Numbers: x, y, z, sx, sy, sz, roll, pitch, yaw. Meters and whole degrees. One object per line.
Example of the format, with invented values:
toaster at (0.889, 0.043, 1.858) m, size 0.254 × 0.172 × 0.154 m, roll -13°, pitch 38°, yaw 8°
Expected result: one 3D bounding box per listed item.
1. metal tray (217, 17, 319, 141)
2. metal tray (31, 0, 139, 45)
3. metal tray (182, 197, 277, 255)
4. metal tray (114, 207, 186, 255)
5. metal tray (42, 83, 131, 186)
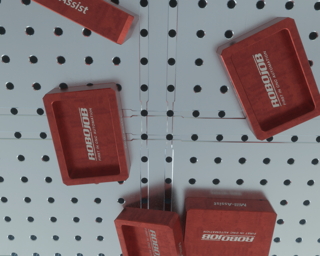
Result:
metal tray at (0.139, -0.059, 0.389) m, size 0.090 × 0.030 × 0.130 m, roll -26°, pitch 108°, yaw 9°
metal tray at (-0.089, -0.135, 0.328) m, size 0.131 × 0.090 × 0.030 m, roll 25°, pitch 108°, yaw -9°
metal tray at (0.100, 0.153, 0.468) m, size 0.131 × 0.030 × 0.089 m, roll 3°, pitch 110°, yaw -1°
metal tray at (-0.010, 0.183, 0.461) m, size 0.090 × 0.030 × 0.129 m, roll -1°, pitch 112°, yaw 23°
metal tray at (-0.093, 0.010, 0.413) m, size 0.090 × 0.030 × 0.129 m, roll -6°, pitch 110°, yaw 2°
